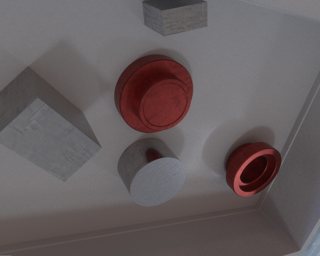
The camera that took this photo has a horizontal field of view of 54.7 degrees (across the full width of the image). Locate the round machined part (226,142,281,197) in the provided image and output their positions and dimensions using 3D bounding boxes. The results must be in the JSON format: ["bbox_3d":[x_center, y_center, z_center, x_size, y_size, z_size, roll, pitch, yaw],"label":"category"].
[{"bbox_3d":[0.152,0.065,0.523,0.099,0.042,0.097,-14,125,-21],"label":"round machined part"}]

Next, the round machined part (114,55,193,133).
[{"bbox_3d":[-0.002,-0.036,0.376,0.099,0.042,0.097,-14,125,-21],"label":"round machined part"}]

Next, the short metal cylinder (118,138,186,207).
[{"bbox_3d":[-0.012,0.060,0.425,0.081,0.050,0.079,-14,125,-21],"label":"short metal cylinder"}]

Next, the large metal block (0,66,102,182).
[{"bbox_3d":[-0.114,-0.005,0.309,0.050,0.080,0.080,-43,130,1],"label":"large metal block"}]

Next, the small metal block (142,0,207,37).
[{"bbox_3d":[0.015,-0.121,0.328,0.050,0.050,0.025,-18,126,-18],"label":"small metal block"}]
